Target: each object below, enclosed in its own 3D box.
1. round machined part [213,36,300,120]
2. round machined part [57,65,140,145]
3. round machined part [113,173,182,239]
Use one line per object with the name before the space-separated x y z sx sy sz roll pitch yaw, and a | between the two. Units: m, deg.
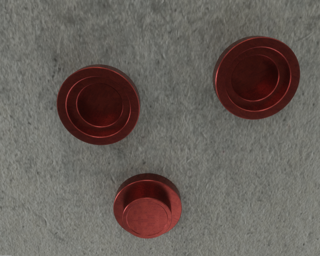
round machined part | 0.114 -0.063 0.379 0.099 0.042 0.097 0 110 -1
round machined part | -0.074 -0.031 0.388 0.099 0.042 0.097 0 110 -1
round machined part | -0.018 0.118 0.444 0.099 0.042 0.097 0 110 -1
